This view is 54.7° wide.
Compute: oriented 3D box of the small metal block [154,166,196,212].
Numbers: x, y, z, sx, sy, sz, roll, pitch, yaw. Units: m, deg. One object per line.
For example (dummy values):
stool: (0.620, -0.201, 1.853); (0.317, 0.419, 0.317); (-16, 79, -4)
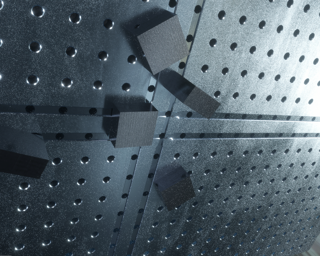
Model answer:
small metal block: (0.024, 0.096, 0.486); (0.050, 0.025, 0.050); (-28, 128, -11)

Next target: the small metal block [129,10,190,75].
small metal block: (0.000, -0.097, 0.353); (0.050, 0.025, 0.050); (-32, 129, -8)

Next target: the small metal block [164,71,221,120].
small metal block: (0.041, -0.041, 0.394); (0.050, 0.050, 0.025); (28, 103, -38)

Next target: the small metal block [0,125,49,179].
small metal block: (-0.151, 0.025, 0.328); (0.050, 0.050, 0.025); (20, 107, -36)

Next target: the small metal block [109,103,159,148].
small metal block: (-0.034, -0.004, 0.392); (0.050, 0.025, 0.050); (-3, 120, -27)
